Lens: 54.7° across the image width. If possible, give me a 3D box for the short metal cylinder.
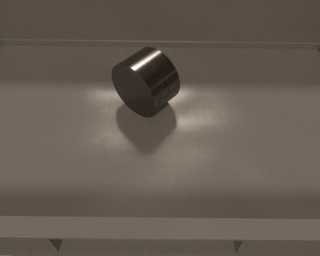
[{"bbox_3d":[-0.020,-0.063,0.422,0.080,0.080,0.050,35,58,25],"label":"short metal cylinder"}]
